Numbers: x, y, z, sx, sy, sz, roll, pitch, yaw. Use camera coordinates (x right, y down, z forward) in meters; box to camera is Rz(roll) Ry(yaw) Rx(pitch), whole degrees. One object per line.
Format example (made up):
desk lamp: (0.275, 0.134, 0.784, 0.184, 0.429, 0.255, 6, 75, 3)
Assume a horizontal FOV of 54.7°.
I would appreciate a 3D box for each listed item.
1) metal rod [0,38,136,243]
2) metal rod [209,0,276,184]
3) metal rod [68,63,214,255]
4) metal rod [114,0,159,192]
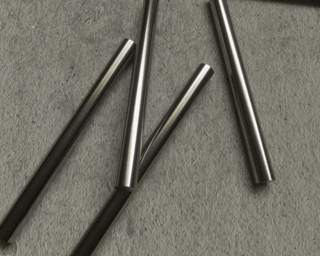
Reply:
metal rod: (-0.113, 0.003, 0.406, 0.025, 0.025, 0.300, 26, 72, 9)
metal rod: (0.109, -0.072, 0.434, 0.025, 0.025, 0.299, -8, 70, -3)
metal rod: (-0.015, 0.036, 0.394, 0.025, 0.025, 0.300, 31, 73, 10)
metal rod: (-0.026, -0.065, 0.417, 0.025, 0.025, 0.299, 5, 65, 2)
